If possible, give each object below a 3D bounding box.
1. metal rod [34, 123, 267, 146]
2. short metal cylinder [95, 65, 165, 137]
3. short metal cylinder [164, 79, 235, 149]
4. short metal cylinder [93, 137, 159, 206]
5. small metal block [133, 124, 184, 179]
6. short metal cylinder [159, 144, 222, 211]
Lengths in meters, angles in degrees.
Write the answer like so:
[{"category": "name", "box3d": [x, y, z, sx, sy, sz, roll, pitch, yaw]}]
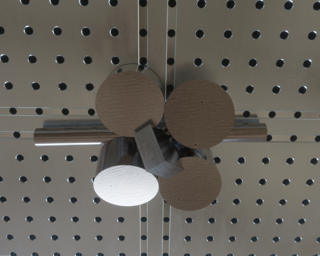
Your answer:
[{"category": "metal rod", "box3d": [-0.012, 0.009, 0.412, 0.302, 0.025, 0.025, -1, 110, 0]}, {"category": "short metal cylinder", "box3d": [-0.035, -0.035, 0.383, 0.081, 0.050, 0.079, 0, 110, 0]}, {"category": "short metal cylinder", "box3d": [0.045, -0.015, 0.377, 0.081, 0.050, 0.080, 0, 87, 0]}, {"category": "short metal cylinder", "box3d": [-0.042, 0.057, 0.404, 0.081, 0.050, 0.079, -1, 130, -1]}, {"category": "small metal block", "box3d": [-0.001, 0.029, 0.369, 0.025, 0.050, 0.050, -32, 149, 17]}, {"category": "short metal cylinder", "box3d": [0.039, 0.064, 0.420, 0.081, 0.050, 0.079, 0, 110, 0]}]
